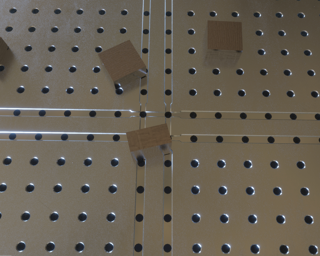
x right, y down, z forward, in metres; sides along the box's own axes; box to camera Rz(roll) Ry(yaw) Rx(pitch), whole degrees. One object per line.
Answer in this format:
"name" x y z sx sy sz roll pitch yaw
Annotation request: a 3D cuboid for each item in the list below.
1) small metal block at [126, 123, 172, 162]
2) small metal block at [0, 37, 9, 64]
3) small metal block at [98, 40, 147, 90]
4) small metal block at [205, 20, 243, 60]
"small metal block" -0.013 0.019 0.391 0.050 0.050 0.025 -13 71 -5
"small metal block" -0.258 -0.109 0.448 0.050 0.025 0.050 13 70 4
"small metal block" -0.054 -0.091 0.444 0.050 0.025 0.050 -27 73 -10
"small metal block" 0.094 -0.130 0.461 0.050 0.025 0.050 3 70 1
